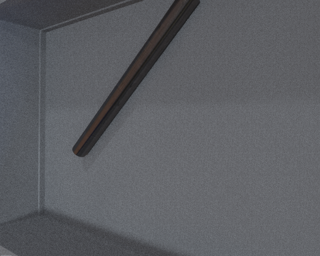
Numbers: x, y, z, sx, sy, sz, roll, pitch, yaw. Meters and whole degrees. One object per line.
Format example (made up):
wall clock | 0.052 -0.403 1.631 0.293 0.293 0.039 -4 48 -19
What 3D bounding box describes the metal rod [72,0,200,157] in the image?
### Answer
metal rod | -0.048 -0.061 0.443 0.298 0.025 0.025 -49 61 28
